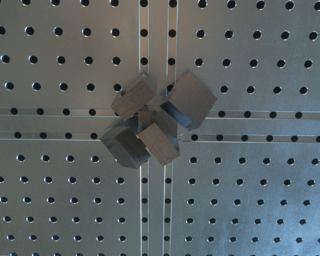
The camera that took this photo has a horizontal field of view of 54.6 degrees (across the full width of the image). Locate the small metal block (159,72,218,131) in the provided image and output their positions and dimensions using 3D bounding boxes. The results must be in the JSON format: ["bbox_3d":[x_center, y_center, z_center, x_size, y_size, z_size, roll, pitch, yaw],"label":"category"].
[{"bbox_3d":[0.036,-0.032,0.387,0.050,0.025,0.050,41,65,-13],"label":"small metal block"}]

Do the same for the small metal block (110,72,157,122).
[{"bbox_3d":[-0.031,-0.040,0.385,0.050,0.050,0.025,-39,106,13],"label":"small metal block"}]

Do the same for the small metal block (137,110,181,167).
[{"bbox_3d":[-0.001,0.011,0.377,0.025,0.050,0.050,-35,107,11],"label":"small metal block"}]

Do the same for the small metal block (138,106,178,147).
[{"bbox_3d":[-0.003,-0.002,0.412,0.050,0.025,0.050,0,110,-2],"label":"small metal block"}]

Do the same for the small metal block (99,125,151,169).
[{"bbox_3d":[-0.046,0.025,0.406,0.025,0.050,0.050,-43,109,-25],"label":"small metal block"}]
